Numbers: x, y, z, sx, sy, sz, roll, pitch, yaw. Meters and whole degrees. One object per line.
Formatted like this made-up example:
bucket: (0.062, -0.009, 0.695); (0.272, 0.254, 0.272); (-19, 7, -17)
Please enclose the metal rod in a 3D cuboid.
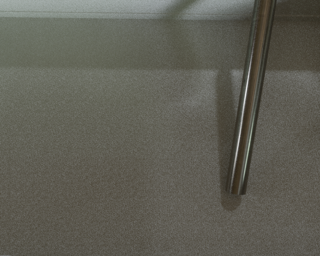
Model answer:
metal rod: (0.114, -0.069, 0.373); (0.025, 0.025, 0.298); (8, 94, 3)
